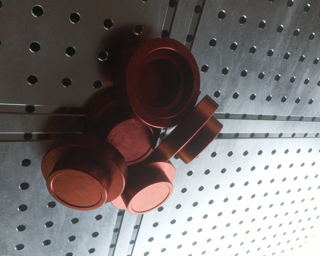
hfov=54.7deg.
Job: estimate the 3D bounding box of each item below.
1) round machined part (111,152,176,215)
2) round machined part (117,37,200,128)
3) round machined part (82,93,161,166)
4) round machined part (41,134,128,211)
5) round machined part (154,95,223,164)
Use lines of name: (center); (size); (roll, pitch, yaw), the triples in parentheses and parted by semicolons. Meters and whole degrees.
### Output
round machined part: (-0.021, 0.081, 0.424); (0.099, 0.042, 0.097); (-20, 139, -18)
round machined part: (-0.005, -0.051, 0.353); (0.099, 0.042, 0.097); (-6, 101, -33)
round machined part: (-0.042, 0.008, 0.382); (0.099, 0.042, 0.097); (-14, 125, -21)
round machined part: (-0.090, 0.058, 0.357); (0.099, 0.042, 0.097); (4, 127, 6)
round machined part: (0.041, 0.007, 0.391); (0.042, 0.098, 0.098); (43, 95, 2)
